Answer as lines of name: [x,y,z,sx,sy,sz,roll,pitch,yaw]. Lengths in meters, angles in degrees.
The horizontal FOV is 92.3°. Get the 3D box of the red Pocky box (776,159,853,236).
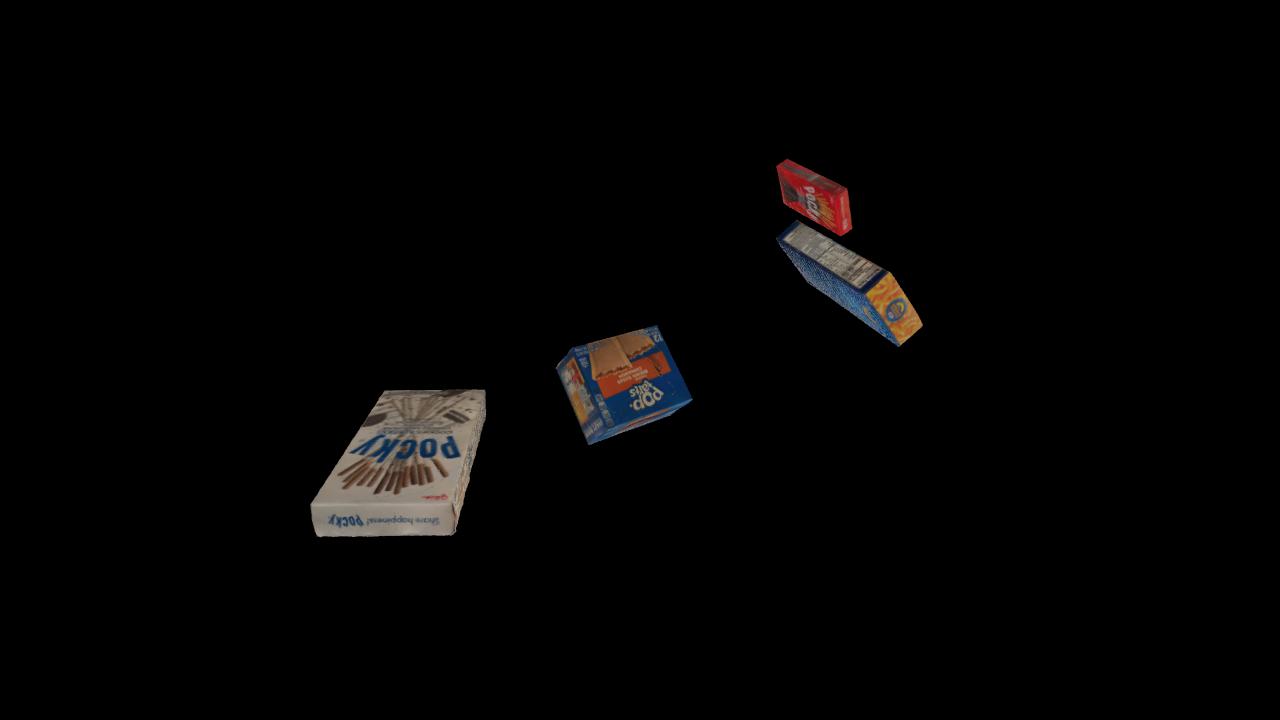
red Pocky box: [0.288,-0.273,1.025,0.028,0.083,0.155,-32,44,-7]

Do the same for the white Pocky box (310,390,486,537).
white Pocky box: [-0.160,0.065,0.434,0.084,0.028,0.154,1,23,-6]

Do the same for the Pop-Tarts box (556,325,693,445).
Pop-Tarts box: [-0.026,0.038,0.991,0.167,0.141,0.083,-16,-15,-32]

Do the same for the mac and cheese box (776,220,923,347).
mac and cheese box: [0.234,-0.093,0.705,0.093,0.041,0.184,44,8,-34]
